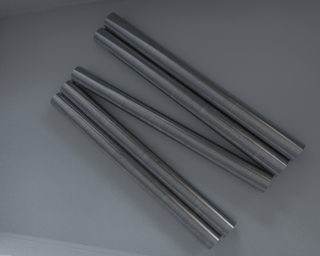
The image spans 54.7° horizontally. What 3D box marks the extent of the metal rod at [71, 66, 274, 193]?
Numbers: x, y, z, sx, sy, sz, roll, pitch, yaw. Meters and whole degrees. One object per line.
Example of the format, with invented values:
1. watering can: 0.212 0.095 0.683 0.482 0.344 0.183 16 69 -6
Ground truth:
1. metal rod: 0.003 -0.006 0.408 0.300 0.025 0.025 30 100 17

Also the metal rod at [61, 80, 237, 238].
1. metal rod: -0.025 0.032 0.418 0.300 0.025 0.025 40 103 15

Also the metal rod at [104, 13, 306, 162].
1. metal rod: 0.045 -0.061 0.393 0.300 0.025 0.025 38 102 16

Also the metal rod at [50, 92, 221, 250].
1. metal rod: -0.042 0.049 0.424 0.300 0.025 0.025 40 103 15

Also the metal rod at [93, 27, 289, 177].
1. metal rod: 0.028 -0.042 0.399 0.300 0.025 0.025 38 102 16
